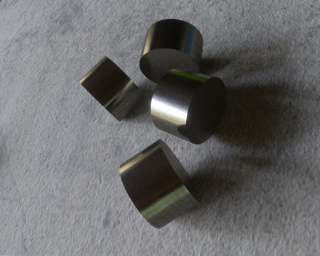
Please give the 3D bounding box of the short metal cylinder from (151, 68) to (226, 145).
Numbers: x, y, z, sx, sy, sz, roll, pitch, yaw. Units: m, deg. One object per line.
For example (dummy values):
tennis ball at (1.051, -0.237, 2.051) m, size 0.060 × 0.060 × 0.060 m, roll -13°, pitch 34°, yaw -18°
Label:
short metal cylinder at (0.035, -0.026, 0.366) m, size 0.050 × 0.080 × 0.080 m, roll 23°, pitch 74°, yaw 36°

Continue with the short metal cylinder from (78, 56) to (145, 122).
short metal cylinder at (-0.067, -0.054, 0.435) m, size 0.050 × 0.080 × 0.080 m, roll -45°, pitch 51°, yaw -3°

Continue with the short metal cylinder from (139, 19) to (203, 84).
short metal cylinder at (0.016, -0.099, 0.420) m, size 0.080 × 0.080 × 0.050 m, roll -4°, pitch 60°, yaw 26°

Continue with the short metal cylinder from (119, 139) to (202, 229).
short metal cylinder at (0.001, 0.059, 0.331) m, size 0.050 × 0.080 × 0.080 m, roll -34°, pitch 52°, yaw 6°
